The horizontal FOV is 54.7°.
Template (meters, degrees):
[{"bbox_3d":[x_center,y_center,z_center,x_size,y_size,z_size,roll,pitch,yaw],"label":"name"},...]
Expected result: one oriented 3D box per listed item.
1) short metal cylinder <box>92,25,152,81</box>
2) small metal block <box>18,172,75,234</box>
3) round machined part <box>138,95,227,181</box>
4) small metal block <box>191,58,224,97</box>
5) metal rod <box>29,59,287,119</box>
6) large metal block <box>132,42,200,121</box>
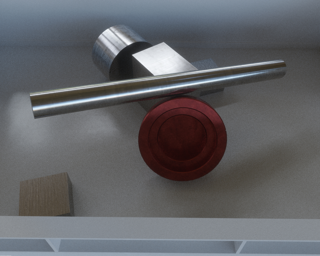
[{"bbox_3d":[-0.052,-0.103,0.455,0.081,0.080,0.050,-29,56,-22],"label":"short metal cylinder"},{"bbox_3d":[-0.122,0.080,0.336,0.050,0.025,0.050,-11,51,-10],"label":"small metal block"},{"bbox_3d":[0.026,0.009,0.363,0.099,0.097,0.042,1,15,0],"label":"round machined part"},{"bbox_3d":[0.065,-0.076,0.470,0.050,0.025,0.050,-15,52,-13],"label":"small metal block"},{"bbox_3d":[0.019,-0.049,0.343,0.303,0.025,0.025,-12,51,-23],"label":"metal rod"},{"bbox_3d":[0.008,-0.054,0.414,0.050,0.080,0.080,-29,56,-23],"label":"large metal block"}]
